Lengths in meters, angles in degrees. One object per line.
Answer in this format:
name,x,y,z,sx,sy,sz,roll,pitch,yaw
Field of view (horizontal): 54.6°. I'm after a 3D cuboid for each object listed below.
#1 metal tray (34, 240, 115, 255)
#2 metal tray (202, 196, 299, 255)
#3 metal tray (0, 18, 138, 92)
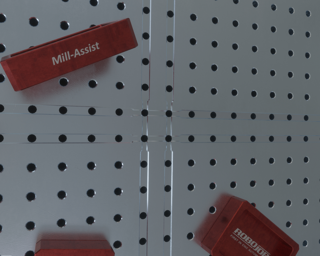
metal tray,-0.109,0.204,0.369,0.091,0.030,0.129,8,87,-20
metal tray,0.136,0.175,0.459,0.130,0.030,0.090,40,77,-16
metal tray,-0.100,-0.083,0.338,0.131,0.090,0.030,-26,114,-18
